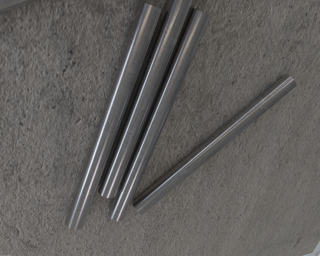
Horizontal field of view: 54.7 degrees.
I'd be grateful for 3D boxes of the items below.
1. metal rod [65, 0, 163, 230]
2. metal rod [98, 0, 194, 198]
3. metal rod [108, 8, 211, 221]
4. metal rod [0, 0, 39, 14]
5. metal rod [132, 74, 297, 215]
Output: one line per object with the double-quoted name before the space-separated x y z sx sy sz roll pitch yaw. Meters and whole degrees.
"metal rod" -0.063 0.001 0.373 0.025 0.025 0.298 9 114 -33
"metal rod" -0.018 -0.042 0.370 0.025 0.025 0.298 10 114 -33
"metal rod" -0.008 -0.002 0.400 0.025 0.025 0.298 10 113 -33
"metal rod" -0.099 -0.130 0.272 0.302 0.025 0.025 -26 128 -12
"metal rod" 0.082 0.024 0.465 0.300 0.025 0.025 -40 129 -1
